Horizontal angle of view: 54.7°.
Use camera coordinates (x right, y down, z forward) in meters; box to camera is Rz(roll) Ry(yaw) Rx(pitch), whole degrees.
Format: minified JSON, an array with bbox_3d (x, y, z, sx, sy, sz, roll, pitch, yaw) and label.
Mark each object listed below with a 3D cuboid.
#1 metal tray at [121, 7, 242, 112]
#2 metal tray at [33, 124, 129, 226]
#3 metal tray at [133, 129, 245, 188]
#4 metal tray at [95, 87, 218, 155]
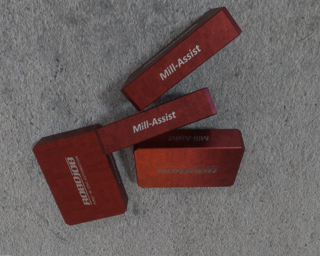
[{"bbox_3d":[0.020,-0.079,0.345,0.130,0.090,0.030,-37,105,12],"label":"metal tray"},{"bbox_3d":[-0.106,0.067,0.431,0.090,0.030,0.129,-14,110,5],"label":"metal tray"},{"bbox_3d":[0.035,0.041,0.401,0.131,0.030,0.089,-1,139,0],"label":"metal tray"},{"bbox_3d":[-0.001,-0.007,0.369,0.130,0.090,0.030,-20,89,7],"label":"metal tray"}]
